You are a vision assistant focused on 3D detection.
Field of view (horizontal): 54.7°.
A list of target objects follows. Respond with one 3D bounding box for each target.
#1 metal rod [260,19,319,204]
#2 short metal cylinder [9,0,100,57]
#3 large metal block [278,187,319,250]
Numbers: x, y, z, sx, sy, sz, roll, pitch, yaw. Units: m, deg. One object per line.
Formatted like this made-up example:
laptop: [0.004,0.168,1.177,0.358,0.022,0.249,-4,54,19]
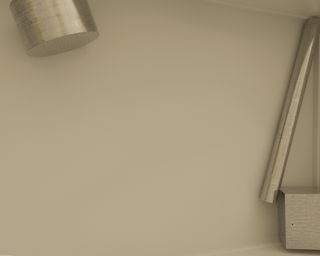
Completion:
metal rod: [0.208,-0.029,0.489,0.025,0.025,0.299,19,84,-20]
short metal cylinder: [-0.114,-0.115,0.339,0.081,0.080,0.050,-21,98,-19]
large metal block: [0.225,0.133,0.465,0.080,0.050,0.079,-1,91,8]
